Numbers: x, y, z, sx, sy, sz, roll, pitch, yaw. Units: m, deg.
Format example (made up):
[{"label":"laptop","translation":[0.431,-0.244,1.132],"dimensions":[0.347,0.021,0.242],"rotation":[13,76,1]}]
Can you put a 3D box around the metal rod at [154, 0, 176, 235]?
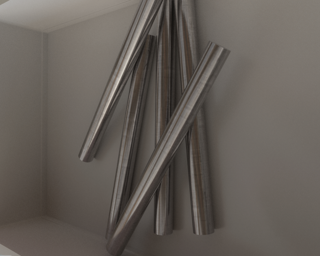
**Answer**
[{"label":"metal rod","translation":[0.006,-0.014,0.401],"dimensions":[0.025,0.025,0.298],"rotation":[1,91,40]}]

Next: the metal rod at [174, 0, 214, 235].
[{"label":"metal rod","translation":[0.040,-0.026,0.373],"dimensions":[0.025,0.025,0.298],"rotation":[-7,85,40]}]

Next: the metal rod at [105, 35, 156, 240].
[{"label":"metal rod","translation":[-0.043,0.019,0.442],"dimensions":[0.025,0.025,0.298],"rotation":[17,101,39]}]

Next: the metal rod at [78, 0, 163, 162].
[{"label":"metal rod","translation":[-0.060,-0.063,0.429],"dimensions":[0.025,0.025,0.298],"rotation":[49,127,28]}]

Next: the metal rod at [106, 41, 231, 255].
[{"label":"metal rod","translation":[0.000,0.040,0.372],"dimensions":[0.025,0.025,0.298],"rotation":[40,114,32]}]
